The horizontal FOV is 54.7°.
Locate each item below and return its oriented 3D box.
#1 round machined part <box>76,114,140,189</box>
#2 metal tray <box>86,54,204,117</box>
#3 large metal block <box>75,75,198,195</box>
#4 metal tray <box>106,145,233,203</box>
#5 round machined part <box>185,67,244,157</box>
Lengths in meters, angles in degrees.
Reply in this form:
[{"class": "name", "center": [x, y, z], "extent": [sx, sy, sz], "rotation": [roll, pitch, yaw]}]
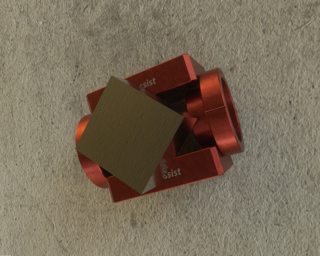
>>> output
[{"class": "round machined part", "center": [-0.059, 0.024, 0.391], "extent": [0.042, 0.098, 0.097], "rotation": [-16, 85, 19]}, {"class": "metal tray", "center": [-0.011, -0.044, 0.380], "extent": [0.130, 0.090, 0.030], "rotation": [-19, 84, 18]}, {"class": "large metal block", "center": [-0.022, 0.005, 0.306], "extent": [0.080, 0.050, 0.080], "rotation": [31, 100, 17]}, {"class": "metal tray", "center": [0.015, 0.051, 0.368], "extent": [0.130, 0.090, 0.030], "rotation": [-18, 84, 18]}, {"class": "round machined part", "center": [0.060, -0.015, 0.349], "extent": [0.042, 0.098, 0.097], "rotation": [-16, 85, 19]}]
